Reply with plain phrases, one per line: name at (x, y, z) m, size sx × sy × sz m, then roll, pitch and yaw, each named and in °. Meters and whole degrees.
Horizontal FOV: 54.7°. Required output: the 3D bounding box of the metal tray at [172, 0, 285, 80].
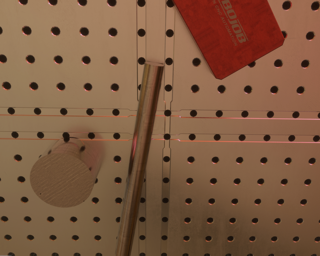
metal tray at (0.075, -0.134, 0.362) m, size 0.090 × 0.030 × 0.130 m, roll -30°, pitch 108°, yaw 10°

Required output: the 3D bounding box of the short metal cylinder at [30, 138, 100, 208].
short metal cylinder at (-0.126, 0.060, 0.420) m, size 0.081 × 0.050 × 0.079 m, roll 0°, pitch 110°, yaw -1°

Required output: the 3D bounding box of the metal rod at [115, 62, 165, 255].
metal rod at (-0.032, 0.058, 0.434) m, size 0.025 × 0.025 × 0.298 m, roll 9°, pitch 110°, yaw -4°
